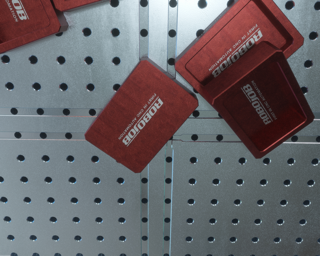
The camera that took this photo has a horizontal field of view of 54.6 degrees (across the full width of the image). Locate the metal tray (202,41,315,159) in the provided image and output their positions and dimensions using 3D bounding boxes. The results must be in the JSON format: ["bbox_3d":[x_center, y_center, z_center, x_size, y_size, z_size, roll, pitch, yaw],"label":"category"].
[{"bbox_3d":[0.122,-0.028,0.374,0.090,0.030,0.130,-38,128,10],"label":"metal tray"}]

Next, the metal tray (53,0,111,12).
[{"bbox_3d":[-0.064,-0.190,0.340,0.131,0.030,0.090,-14,110,5],"label":"metal tray"}]

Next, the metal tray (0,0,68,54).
[{"bbox_3d":[-0.175,-0.160,0.350,0.090,0.030,0.129,-18,109,6],"label":"metal tray"}]

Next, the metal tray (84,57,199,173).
[{"bbox_3d":[-0.025,-0.014,0.405,0.090,0.030,0.130,36,106,-13],"label":"metal tray"}]

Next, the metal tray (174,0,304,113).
[{"bbox_3d":[0.092,-0.092,0.377,0.090,0.030,0.130,43,104,-14],"label":"metal tray"}]
